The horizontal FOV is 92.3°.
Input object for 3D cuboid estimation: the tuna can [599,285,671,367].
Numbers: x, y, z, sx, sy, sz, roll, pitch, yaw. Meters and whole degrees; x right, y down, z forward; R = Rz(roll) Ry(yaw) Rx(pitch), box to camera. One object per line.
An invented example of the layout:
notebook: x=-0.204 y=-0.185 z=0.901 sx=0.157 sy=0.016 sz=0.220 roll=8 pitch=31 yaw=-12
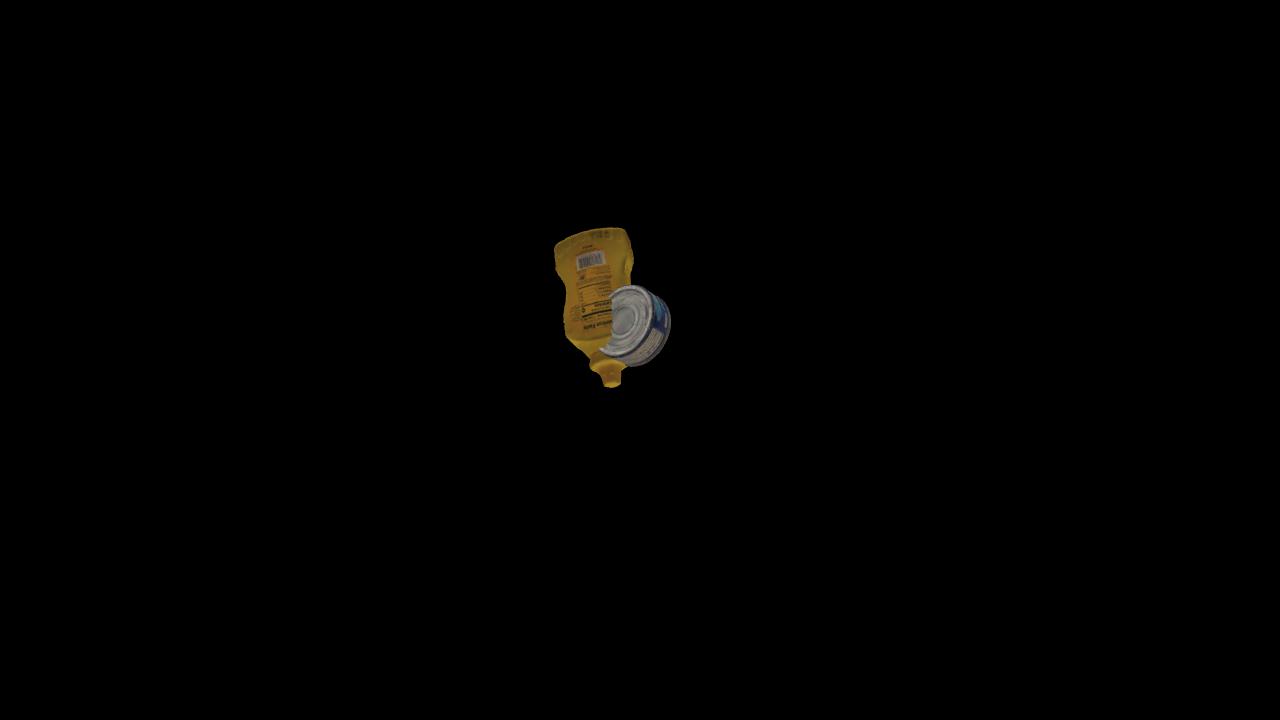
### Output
tuna can: x=-0.011 y=-0.037 z=0.658 sx=0.084 sy=0.084 sz=0.034 roll=0 pitch=-18 yaw=38

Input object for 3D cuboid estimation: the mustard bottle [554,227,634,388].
mustard bottle: x=-0.043 y=-0.056 z=0.689 sx=0.092 sy=0.184 sz=0.054 roll=-10 pitch=-21 yaw=2
